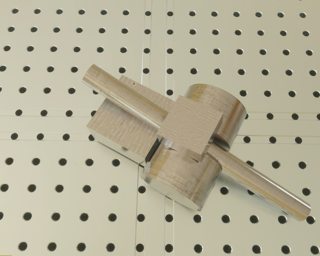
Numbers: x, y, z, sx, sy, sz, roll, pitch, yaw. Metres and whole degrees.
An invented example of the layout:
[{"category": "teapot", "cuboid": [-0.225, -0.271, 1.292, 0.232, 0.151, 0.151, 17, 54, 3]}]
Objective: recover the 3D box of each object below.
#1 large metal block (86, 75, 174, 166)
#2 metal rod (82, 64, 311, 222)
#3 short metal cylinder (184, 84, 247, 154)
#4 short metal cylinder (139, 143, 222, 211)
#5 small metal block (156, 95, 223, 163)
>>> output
[{"category": "large metal block", "cuboid": [-0.032, -0.008, 0.395, 0.080, 0.050, 0.080, 28, 72, 9]}, {"category": "metal rod", "cuboid": [0.046, 0.020, 0.359, 0.301, 0.025, 0.025, 33, 73, -5]}, {"category": "short metal cylinder", "cuboid": [0.059, -0.010, 0.384, 0.080, 0.080, 0.050, 26, 72, 9]}, {"category": "short metal cylinder", "cuboid": [0.024, 0.054, 0.359, 0.080, 0.080, 0.050, 28, 73, 10]}, {"category": "small metal block", "cuboid": [0.032, 0.000, 0.324, 0.050, 0.025, 0.050, 25, 72, 17]}]
